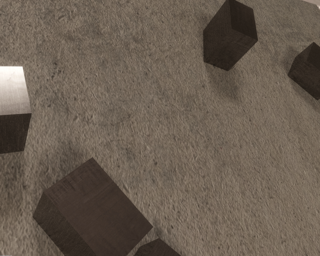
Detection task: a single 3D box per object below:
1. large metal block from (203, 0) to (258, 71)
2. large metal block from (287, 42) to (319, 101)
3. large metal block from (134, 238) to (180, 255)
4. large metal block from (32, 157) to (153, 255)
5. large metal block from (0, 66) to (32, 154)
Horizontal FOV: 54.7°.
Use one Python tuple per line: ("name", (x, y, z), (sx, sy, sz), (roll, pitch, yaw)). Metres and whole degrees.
("large metal block", (0.117, -0.159, 0.531), (0.050, 0.080, 0.080), (17, 55, -19))
("large metal block", (0.319, -0.117, 0.635), (0.080, 0.050, 0.080), (39, 51, -2))
("large metal block", (0.000, 0.165, 0.288), (0.080, 0.050, 0.080), (40, 51, -1))
("large metal block", (-0.065, 0.085, 0.282), (0.080, 0.080, 0.050), (48, 51, 5))
("large metal block", (-0.169, -0.012, 0.285), (0.081, 0.080, 0.050), (-6, 65, -31))
